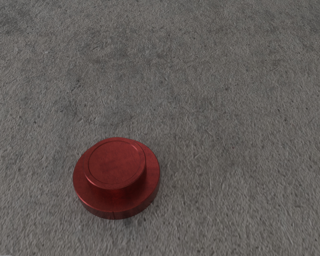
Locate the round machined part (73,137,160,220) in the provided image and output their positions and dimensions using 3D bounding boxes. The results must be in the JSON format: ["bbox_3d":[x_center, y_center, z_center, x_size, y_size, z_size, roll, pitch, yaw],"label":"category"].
[{"bbox_3d":[-0.049,0.049,0.351,0.099,0.042,0.098,0,50,0],"label":"round machined part"}]
